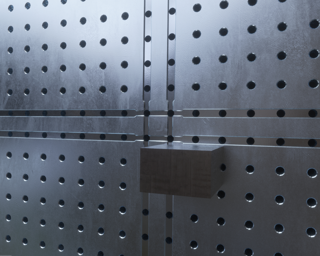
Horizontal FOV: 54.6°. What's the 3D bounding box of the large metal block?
[{"bbox_3d":[0.029,0.048,0.373,0.080,0.080,0.050,1,91,20],"label":"large metal block"}]
